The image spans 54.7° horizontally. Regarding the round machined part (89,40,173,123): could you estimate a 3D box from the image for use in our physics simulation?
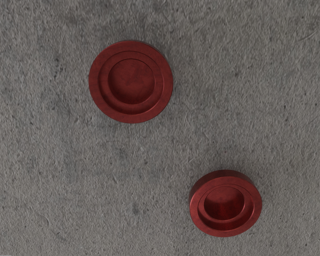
[{"bbox_3d":[-0.034,-0.058,0.379,0.099,0.042,0.097,0,110,0],"label":"round machined part"}]

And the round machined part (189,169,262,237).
[{"bbox_3d":[0.089,0.102,0.439,0.099,0.042,0.097,0,110,0],"label":"round machined part"}]
